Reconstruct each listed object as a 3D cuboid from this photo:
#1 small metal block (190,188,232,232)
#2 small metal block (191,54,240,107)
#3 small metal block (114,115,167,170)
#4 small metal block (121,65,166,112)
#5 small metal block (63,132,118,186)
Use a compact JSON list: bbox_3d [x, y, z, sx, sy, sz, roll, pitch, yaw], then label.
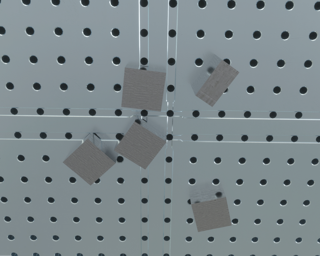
[{"bbox_3d":[0.075,0.121,0.458,0.050,0.025,0.050,-13,110,4],"label":"small metal block"},{"bbox_3d":[0.066,-0.059,0.379,0.025,0.050,0.050,33,107,-11],"label":"small metal block"},{"bbox_3d":[-0.026,0.020,0.420,0.050,0.025,0.050,33,107,-12],"label":"small metal block"},{"bbox_3d":[-0.021,-0.051,0.394,0.050,0.025,0.050,7,110,-3],"label":"small metal block"},{"bbox_3d":[-0.095,0.042,0.428,0.050,0.025,0.050,-42,105,14],"label":"small metal block"}]
